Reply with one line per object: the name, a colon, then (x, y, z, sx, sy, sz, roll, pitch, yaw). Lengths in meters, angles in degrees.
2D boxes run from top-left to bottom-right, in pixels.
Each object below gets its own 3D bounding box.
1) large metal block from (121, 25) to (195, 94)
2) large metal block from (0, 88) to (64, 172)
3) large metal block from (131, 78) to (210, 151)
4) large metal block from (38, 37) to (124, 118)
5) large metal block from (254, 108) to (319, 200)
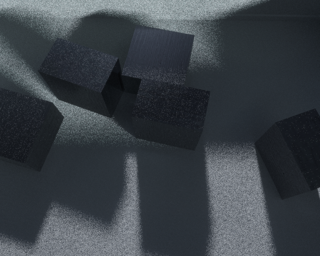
large metal block: (-0.001, -0.088, 0.428, 0.080, 0.050, 0.080, 12, 70, 4)
large metal block: (-0.182, 0.002, 0.393, 0.080, 0.050, 0.080, 16, 71, 5)
large metal block: (0.013, -0.014, 0.386, 0.080, 0.080, 0.050, 12, 71, 4)
large metal block: (-0.096, -0.062, 0.402, 0.080, 0.080, 0.050, 20, 71, 6)
large metal block: (0.165, 0.034, 0.370, 0.050, 0.080, 0.080, -19, 71, -7)
